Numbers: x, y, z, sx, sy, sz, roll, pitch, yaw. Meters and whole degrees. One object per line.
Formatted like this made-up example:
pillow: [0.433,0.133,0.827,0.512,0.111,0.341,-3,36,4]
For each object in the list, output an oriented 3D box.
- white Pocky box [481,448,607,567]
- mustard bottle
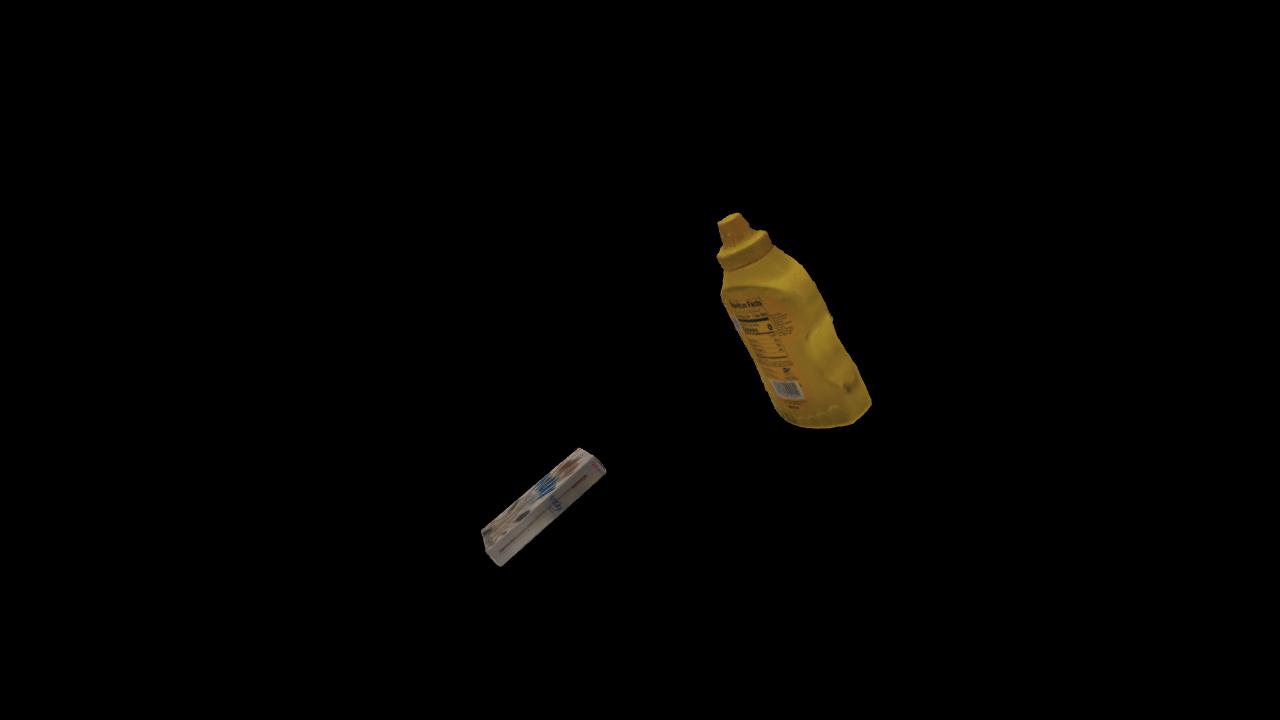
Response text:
white Pocky box: [-0.112,0.164,0.707,0.154,0.028,0.084,-40,11,-14]
mustard bottle: [0.110,-0.032,0.488,0.054,0.184,0.092,-36,18,-18]
